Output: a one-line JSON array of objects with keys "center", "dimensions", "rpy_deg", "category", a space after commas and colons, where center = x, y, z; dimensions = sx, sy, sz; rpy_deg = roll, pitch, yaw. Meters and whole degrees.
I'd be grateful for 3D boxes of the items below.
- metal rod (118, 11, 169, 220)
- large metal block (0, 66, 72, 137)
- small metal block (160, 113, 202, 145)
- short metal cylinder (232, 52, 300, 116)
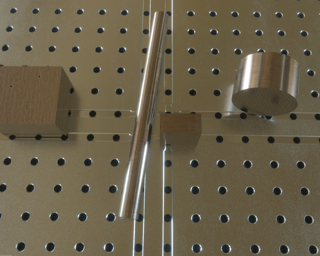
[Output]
[{"center": [-0.018, -0.031, 0.422], "dimensions": [0.025, 0.025, 0.299], "rpy_deg": [7, 70, 2], "category": "metal rod"}, {"center": [-0.167, -0.034, 0.409], "dimensions": [0.081, 0.050, 0.080], "rpy_deg": [0, 70, -1], "category": "large metal block"}, {"center": [0.025, 0.002, 0.398], "dimensions": [0.050, 0.050, 0.025], "rpy_deg": [0, 70, 0], "category": "small metal block"}, {"center": [0.138, -0.055, 0.404], "dimensions": [0.080, 0.080, 0.050], "rpy_deg": [12, 71, 4], "category": "short metal cylinder"}]
